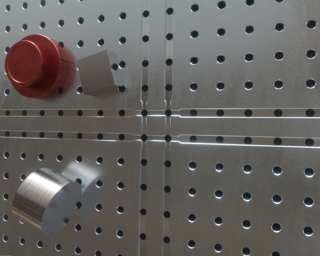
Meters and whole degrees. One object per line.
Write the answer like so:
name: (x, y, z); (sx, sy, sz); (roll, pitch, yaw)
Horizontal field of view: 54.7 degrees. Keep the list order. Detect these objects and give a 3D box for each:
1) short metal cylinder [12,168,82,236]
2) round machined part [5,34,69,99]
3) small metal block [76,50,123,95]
short metal cylinder: (-0.157, 0.103, 0.437); (0.050, 0.080, 0.080); (22, 97, 18)
round machined part: (-0.193, -0.094, 0.470); (0.098, 0.042, 0.097); (0, 90, 19)
small metal block: (-0.086, -0.077, 0.442); (0.050, 0.025, 0.050); (-14, 85, 19)
